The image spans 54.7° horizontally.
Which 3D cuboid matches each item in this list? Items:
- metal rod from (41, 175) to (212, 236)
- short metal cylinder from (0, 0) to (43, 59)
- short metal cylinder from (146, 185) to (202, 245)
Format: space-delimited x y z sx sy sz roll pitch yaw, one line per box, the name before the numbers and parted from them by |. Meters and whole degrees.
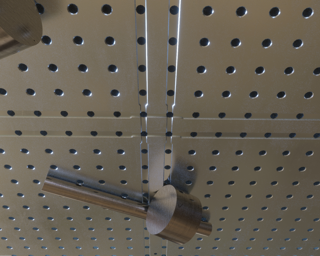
metal rod | -0.046 0.136 0.527 0.302 0.025 0.025 21 127 -17
short metal cylinder | -0.156 -0.105 0.284 0.050 0.080 0.080 -17 128 14
short metal cylinder | 0.021 0.137 0.492 0.050 0.080 0.080 30 124 -23
